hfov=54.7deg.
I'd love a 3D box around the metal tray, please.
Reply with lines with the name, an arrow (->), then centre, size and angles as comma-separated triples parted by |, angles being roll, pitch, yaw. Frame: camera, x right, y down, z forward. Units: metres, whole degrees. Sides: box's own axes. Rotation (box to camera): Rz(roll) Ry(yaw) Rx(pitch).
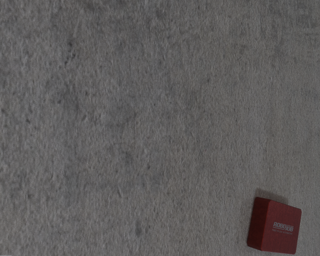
metal tray -> 0.222, 0.189, 0.592 | 0.131, 0.030, 0.090 | 23, 76, -38
